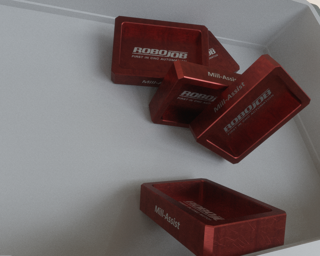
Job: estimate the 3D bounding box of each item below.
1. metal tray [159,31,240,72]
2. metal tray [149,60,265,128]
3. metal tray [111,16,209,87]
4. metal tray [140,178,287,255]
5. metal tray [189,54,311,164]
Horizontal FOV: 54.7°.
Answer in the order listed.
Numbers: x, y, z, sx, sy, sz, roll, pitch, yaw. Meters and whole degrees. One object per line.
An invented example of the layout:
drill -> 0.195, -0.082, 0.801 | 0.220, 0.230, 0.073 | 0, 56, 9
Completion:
metal tray -> 0.058, -0.103, 0.497 | 0.131, 0.030, 0.090 | -29, 78, -37
metal tray -> 0.062, -0.037, 0.416 | 0.131, 0.089, 0.030 | 7, 50, -25
metal tray -> 0.001, -0.103, 0.431 | 0.131, 0.030, 0.090 | 4, 71, -8
metal tray -> 0.046, 0.084, 0.315 | 0.091, 0.130, 0.030 | 0, 96, -28
metal tray -> 0.113, -0.018, 0.394 | 0.090, 0.130, 0.030 | 31, 23, -36
